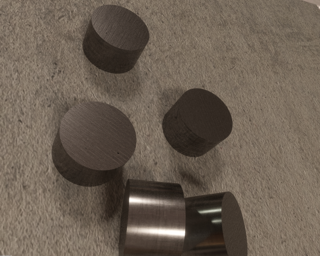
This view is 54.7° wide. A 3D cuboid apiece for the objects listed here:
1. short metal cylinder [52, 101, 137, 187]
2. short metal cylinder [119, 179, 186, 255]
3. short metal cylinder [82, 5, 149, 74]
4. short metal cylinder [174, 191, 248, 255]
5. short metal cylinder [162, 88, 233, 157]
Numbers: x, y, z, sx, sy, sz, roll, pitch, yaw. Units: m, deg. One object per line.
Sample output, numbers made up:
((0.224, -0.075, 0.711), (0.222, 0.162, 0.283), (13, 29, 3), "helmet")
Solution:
((-0.072, 0.018, 0.339), (0.081, 0.050, 0.080), (14, 56, -21), "short metal cylinder")
((-0.010, 0.092, 0.302), (0.050, 0.080, 0.080), (7, 58, -9), "short metal cylinder")
((-0.062, -0.123, 0.431), (0.081, 0.050, 0.080), (14, 56, -21), "short metal cylinder")
((0.055, 0.111, 0.328), (0.080, 0.050, 0.080), (40, 42, -50), "short metal cylinder")
((0.050, -0.007, 0.421), (0.081, 0.050, 0.080), (14, 56, -21), "short metal cylinder")
